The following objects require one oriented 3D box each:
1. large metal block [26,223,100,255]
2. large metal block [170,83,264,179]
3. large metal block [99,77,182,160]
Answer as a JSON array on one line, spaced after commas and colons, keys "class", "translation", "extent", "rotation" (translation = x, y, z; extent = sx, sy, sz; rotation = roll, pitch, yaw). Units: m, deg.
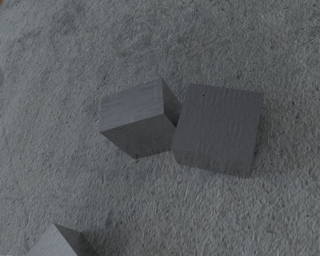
[{"class": "large metal block", "translation": [-0.110, 0.168, 0.343], "extent": [0.080, 0.050, 0.080], "rotation": [32, 80, 38]}, {"class": "large metal block", "translation": [0.064, 0.002, 0.341], "extent": [0.080, 0.050, 0.080], "rotation": [10, 66, 16]}, {"class": "large metal block", "translation": [-0.016, -0.008, 0.382], "extent": [0.080, 0.080, 0.050], "rotation": [-16, 56, 20]}]
